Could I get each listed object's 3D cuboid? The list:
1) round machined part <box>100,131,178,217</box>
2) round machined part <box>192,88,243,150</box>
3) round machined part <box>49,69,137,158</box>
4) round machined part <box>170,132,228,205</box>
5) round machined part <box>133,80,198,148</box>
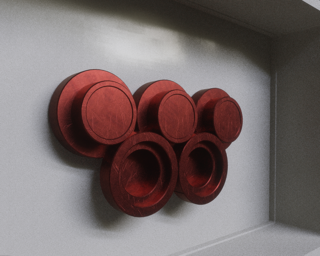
[{"bbox_3d":[-0.028,0.052,0.369,0.099,0.042,0.097,0,90,-40],"label":"round machined part"},{"bbox_3d":[0.087,-0.012,0.465,0.099,0.042,0.097,1,89,-39],"label":"round machined part"},{"bbox_3d":[-0.065,-0.015,0.338,0.099,0.042,0.097,1,89,-41],"label":"round machined part"},{"bbox_3d":[0.047,0.054,0.433,0.099,0.042,0.097,0,90,-40],"label":"round machined part"},{"bbox_3d":[0.010,-0.014,0.401,0.099,0.042,0.097,1,89,-39],"label":"round machined part"}]
